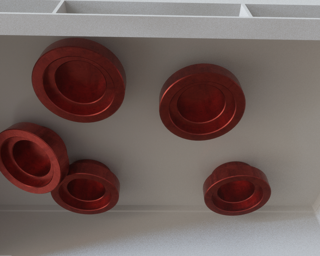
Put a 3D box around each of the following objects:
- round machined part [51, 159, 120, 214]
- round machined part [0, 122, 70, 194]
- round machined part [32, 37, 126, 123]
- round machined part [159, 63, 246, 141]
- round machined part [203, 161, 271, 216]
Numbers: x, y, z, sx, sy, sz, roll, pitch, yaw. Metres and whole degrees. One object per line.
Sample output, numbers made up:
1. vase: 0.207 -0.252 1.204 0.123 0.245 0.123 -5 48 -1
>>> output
1. round machined part: -0.110 0.085 0.469 0.099 0.042 0.097 -1 130 0
2. round machined part: -0.165 0.036 0.413 0.098 0.042 0.097 7 117 13
3. round machined part: -0.087 -0.056 0.349 0.099 0.042 0.097 -1 130 0
4. round machined part: 0.048 -0.034 0.370 0.099 0.042 0.097 -1 130 0
5. round machined part: 0.115 0.089 0.476 0.099 0.042 0.097 -1 130 0
